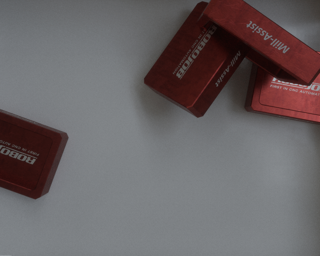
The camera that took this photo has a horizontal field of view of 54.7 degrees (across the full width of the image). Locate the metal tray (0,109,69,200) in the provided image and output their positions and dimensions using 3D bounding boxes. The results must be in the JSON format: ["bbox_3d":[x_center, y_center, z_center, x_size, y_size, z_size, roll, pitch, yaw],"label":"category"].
[{"bbox_3d":[-0.199,0.028,0.407,0.131,0.030,0.090,20,90,0],"label":"metal tray"}]

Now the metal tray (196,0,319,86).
[{"bbox_3d":[0.105,-0.097,0.343,0.130,0.090,0.030,32,101,-6],"label":"metal tray"}]

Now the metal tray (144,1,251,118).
[{"bbox_3d":[0.050,-0.088,0.383,0.090,0.030,0.130,35,90,39],"label":"metal tray"}]

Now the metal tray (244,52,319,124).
[{"bbox_3d":[0.187,-0.055,0.409,0.131,0.030,0.089,10,90,0],"label":"metal tray"}]
